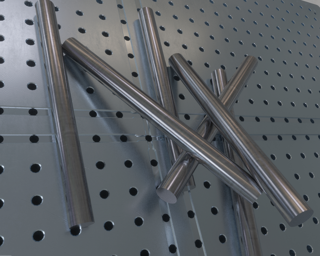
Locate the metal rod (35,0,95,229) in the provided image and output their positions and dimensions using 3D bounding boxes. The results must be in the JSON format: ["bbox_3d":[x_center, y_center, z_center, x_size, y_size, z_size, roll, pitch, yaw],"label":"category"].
[{"bbox_3d":[-0.117,-0.035,0.365,0.025,0.025,0.299,-3,63,-30],"label":"metal rod"}]

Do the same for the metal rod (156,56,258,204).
[{"bbox_3d":[0.080,-0.019,0.428,0.025,0.025,0.301,40,51,-2],"label":"metal rod"}]

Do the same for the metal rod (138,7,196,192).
[{"bbox_3d":[0.004,-0.057,0.444,0.025,0.025,0.299,2,61,-27],"label":"metal rod"}]

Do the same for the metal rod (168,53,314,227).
[{"bbox_3d":[0.076,-0.013,0.383,0.025,0.025,0.300,2,38,-27],"label":"metal rod"}]

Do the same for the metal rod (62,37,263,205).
[{"bbox_3d":[-0.008,-0.019,0.369,0.300,0.025,0.025,39,50,16],"label":"metal rod"}]

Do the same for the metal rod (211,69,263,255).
[{"bbox_3d":[0.105,0.040,0.439,0.025,0.025,0.299,11,57,-23],"label":"metal rod"}]
